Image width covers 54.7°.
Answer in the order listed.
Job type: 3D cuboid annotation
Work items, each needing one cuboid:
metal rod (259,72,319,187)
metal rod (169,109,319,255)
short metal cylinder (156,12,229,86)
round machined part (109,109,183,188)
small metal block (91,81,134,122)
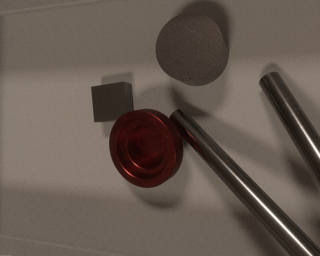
[{"bbox_3d":[0.169,0.063,0.288,0.025,0.025,0.299,-29,57,17],"label":"metal rod"},{"bbox_3d":[0.103,0.079,0.320,0.025,0.025,0.300,-50,55,13],"label":"metal rod"},{"bbox_3d":[0.041,-0.094,0.382,0.080,0.050,0.079,0,90,19],"label":"short metal cylinder"},{"bbox_3d":[-0.014,0.023,0.397,0.098,0.042,0.097,6,102,30],"label":"round machined part"},{"bbox_3d":[-0.066,-0.035,0.432,0.050,0.025,0.050,-6,88,19],"label":"small metal block"}]
